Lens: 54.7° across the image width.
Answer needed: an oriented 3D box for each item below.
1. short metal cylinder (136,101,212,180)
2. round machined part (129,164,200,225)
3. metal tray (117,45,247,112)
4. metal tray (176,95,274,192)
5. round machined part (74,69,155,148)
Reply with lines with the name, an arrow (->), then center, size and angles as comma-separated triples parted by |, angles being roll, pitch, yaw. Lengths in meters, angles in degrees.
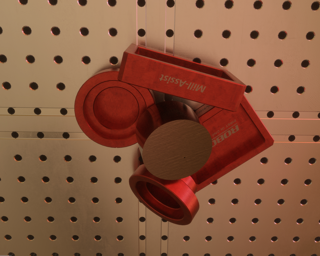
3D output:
short metal cylinder -> 0.015, 0.014, 0.366 | 0.081, 0.050, 0.079 | -6, 120, -11
round machined part -> 0.010, 0.082, 0.416 | 0.098, 0.042, 0.097 | 26, 145, 20
metal tray -> 0.023, -0.061, 0.356 | 0.131, 0.090, 0.030 | 14, 110, -6
metal tray -> 0.072, 0.017, 0.417 | 0.130, 0.030, 0.090 | -35, 107, 11
round machined part -> -0.054, -0.027, 0.394 | 0.099, 0.042, 0.097 | 0, 110, -1
